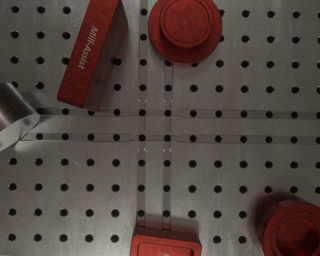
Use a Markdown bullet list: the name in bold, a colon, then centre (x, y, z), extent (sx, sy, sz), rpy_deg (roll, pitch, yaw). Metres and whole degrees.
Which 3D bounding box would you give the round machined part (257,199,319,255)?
- **round machined part**: centre (0.177, 0.142, 0.407), extent (0.099, 0.042, 0.097), rpy_deg (0, 90, -1)

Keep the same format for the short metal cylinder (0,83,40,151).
- **short metal cylinder**: centre (-0.199, -0.010, 0.383), extent (0.080, 0.080, 0.050), rpy_deg (-41, 91, 0)

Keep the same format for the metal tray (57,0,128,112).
- **metal tray**: centre (-0.078, -0.087, 0.379), extent (0.030, 0.090, 0.129), rpy_deg (19, 90, 0)

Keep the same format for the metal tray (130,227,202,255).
- **metal tray**: centre (0.001, 0.205, 0.411), extent (0.091, 0.030, 0.129), rpy_deg (8, 90, -1)

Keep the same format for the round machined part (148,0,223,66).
- **round machined part**: centre (0.033, -0.134, 0.405), extent (0.099, 0.042, 0.097), rpy_deg (0, 90, -1)
